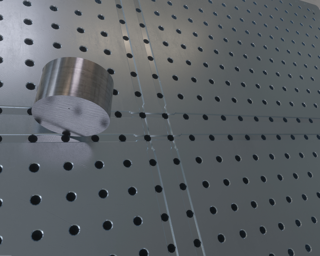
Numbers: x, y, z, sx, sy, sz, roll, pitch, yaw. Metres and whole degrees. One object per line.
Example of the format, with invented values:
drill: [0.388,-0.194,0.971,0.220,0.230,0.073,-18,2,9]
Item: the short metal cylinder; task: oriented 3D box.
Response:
short metal cylinder: [-0.094,-0.032,0.342,0.081,0.080,0.050,14,56,-21]
